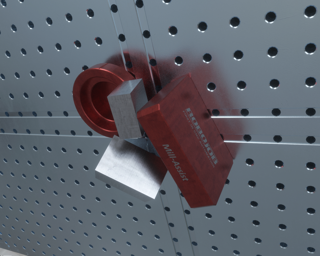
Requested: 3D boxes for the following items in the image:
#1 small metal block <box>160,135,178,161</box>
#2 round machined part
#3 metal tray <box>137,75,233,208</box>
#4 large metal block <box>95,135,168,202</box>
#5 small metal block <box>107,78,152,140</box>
[{"bbox_3d":[0.028,0.030,0.407,0.050,0.025,0.050,19,131,30],"label":"small metal block"},{"bbox_3d":[-0.061,-0.039,0.406,0.098,0.042,0.097,13,124,20],"label":"round machined part"},{"bbox_3d":[0.035,0.015,0.359,0.030,0.090,0.130,-19,109,35],"label":"metal tray"},{"bbox_3d":[-0.040,0.059,0.421,0.080,0.050,0.080,27,161,-3],"label":"large metal block"},{"bbox_3d":[-0.032,-0.022,0.344,0.025,0.050,0.050,-7,115,15],"label":"small metal block"}]
